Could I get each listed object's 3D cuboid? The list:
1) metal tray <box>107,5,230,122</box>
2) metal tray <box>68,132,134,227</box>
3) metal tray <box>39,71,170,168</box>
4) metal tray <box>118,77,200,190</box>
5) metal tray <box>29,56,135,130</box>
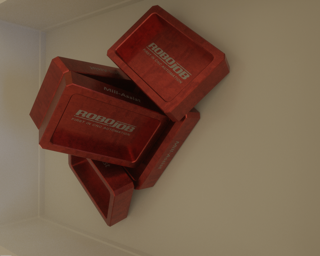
[{"bbox_3d":[0.006,-0.081,0.372,0.090,0.030,0.130,-44,60,2],"label":"metal tray"},{"bbox_3d":[-0.091,0.067,0.451,0.130,0.030,0.089,47,142,29],"label":"metal tray"},{"bbox_3d":[-0.065,-0.004,0.372,0.089,0.131,0.030,-57,34,24],"label":"metal tray"},{"bbox_3d":[-0.016,0.006,0.412,0.090,0.030,0.129,46,117,29],"label":"metal tray"},{"bbox_3d":[-0.090,-0.038,0.407,0.030,0.131,0.089,48,119,30],"label":"metal tray"}]
